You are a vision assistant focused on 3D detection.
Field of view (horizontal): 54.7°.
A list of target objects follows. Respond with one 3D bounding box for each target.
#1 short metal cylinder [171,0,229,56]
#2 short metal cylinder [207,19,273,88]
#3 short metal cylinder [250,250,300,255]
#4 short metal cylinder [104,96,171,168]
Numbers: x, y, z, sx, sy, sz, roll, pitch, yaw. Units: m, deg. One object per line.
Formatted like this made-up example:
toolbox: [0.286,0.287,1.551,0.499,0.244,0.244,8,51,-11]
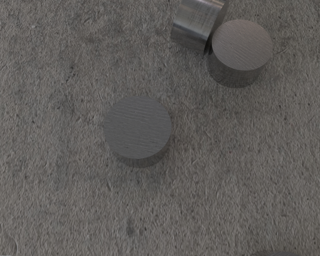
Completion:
short metal cylinder: [0.056,-0.149,0.434,0.050,0.080,0.080,26,72,9]
short metal cylinder: [0.109,-0.103,0.433,0.081,0.050,0.080,0,70,0]
short metal cylinder: [0.128,0.174,0.332,0.081,0.050,0.080,0,70,0]
short metal cylinder: [-0.027,0.006,0.392,0.081,0.050,0.080,0,70,0]
